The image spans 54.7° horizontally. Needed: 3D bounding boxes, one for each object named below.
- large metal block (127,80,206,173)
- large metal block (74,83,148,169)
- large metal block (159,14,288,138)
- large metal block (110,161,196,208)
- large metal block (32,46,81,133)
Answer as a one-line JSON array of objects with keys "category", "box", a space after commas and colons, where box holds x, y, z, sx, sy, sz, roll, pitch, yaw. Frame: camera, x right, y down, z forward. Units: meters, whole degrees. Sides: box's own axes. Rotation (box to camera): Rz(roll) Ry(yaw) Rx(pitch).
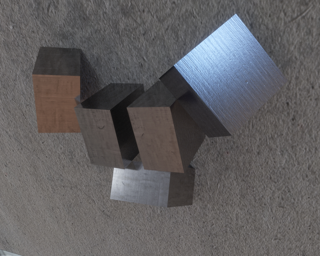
[{"category": "large metal block", "box": [0.012, -0.005, 0.362, 0.050, 0.080, 0.079, 1, 119, 27]}, {"category": "large metal block", "box": [-0.054, -0.006, 0.396, 0.050, 0.080, 0.079, 5, 121, 25]}, {"category": "large metal block", "box": [0.060, -0.047, 0.303, 0.080, 0.080, 0.050, 50, 166, -7]}, {"category": "large metal block", "box": [-0.007, 0.073, 0.412, 0.080, 0.080, 0.050, 1, 80, 27]}, {"category": "large metal block", "box": [-0.128, -0.050, 0.396, 0.050, 0.080, 0.079, 0, 126, -14]}]
